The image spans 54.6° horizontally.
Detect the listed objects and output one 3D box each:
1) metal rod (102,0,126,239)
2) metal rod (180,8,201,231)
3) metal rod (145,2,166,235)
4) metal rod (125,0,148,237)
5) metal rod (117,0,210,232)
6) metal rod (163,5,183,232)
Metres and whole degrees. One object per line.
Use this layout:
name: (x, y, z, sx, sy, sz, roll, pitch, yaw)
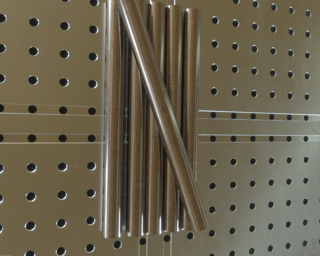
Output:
metal rod: (-0.058, -0.015, 0.390, 0.025, 0.025, 0.298, 1, 90, -20)
metal rod: (0.041, -0.012, 0.428, 0.025, 0.025, 0.298, 1, 90, -20)
metal rod: (-0.007, -0.013, 0.409, 0.025, 0.025, 0.298, 1, 90, -20)
metal rod: (-0.030, -0.013, 0.400, 0.025, 0.025, 0.298, 1, 90, -20)
metal rod: (0.007, -0.012, 0.388, 0.025, 0.025, 0.299, -20, 97, -19)
metal rod: (0.016, -0.012, 0.419, 0.025, 0.025, 0.298, 1, 90, -20)
